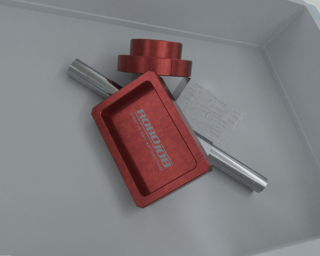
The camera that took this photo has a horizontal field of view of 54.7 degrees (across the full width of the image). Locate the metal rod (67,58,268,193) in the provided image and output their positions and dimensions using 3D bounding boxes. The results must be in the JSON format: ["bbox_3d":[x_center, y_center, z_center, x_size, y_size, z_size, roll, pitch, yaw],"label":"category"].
[{"bbox_3d":[0.015,0.001,0.413,0.301,0.025,0.025,32,51,-8],"label":"metal rod"}]

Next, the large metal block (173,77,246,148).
[{"bbox_3d":[0.055,-0.024,0.409,0.080,0.050,0.080,32,9,-8],"label":"large metal block"}]

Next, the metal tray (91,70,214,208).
[{"bbox_3d":[-0.011,0.012,0.352,0.130,0.090,0.030,61,13,15],"label":"metal tray"}]

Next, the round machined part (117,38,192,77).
[{"bbox_3d":[-0.006,-0.093,0.410,0.099,0.098,0.042,-2,103,-30],"label":"round machined part"}]

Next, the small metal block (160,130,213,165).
[{"bbox_3d":[0.030,0.024,0.390,0.050,0.050,0.025,33,51,-7],"label":"small metal block"}]
